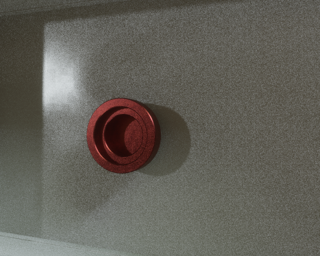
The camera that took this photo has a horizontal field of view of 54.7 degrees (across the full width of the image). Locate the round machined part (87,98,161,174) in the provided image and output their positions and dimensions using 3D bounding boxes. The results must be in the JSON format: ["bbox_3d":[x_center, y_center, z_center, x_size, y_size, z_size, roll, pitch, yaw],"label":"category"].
[{"bbox_3d":[-0.045,0.010,0.416,0.098,0.042,0.097,0,90,19],"label":"round machined part"}]
